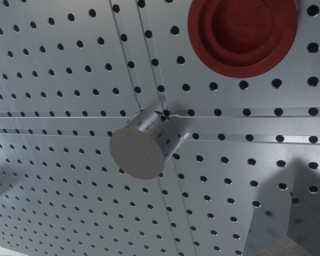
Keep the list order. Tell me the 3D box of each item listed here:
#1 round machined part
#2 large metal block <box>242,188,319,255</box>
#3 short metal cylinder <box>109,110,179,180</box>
[{"bbox_3d":[0.080,-0.101,0.296,0.098,0.042,0.097,13,124,21],"label":"round machined part"},{"bbox_3d":[0.151,0.134,0.379,0.050,0.080,0.080,38,129,3],"label":"large metal block"},{"bbox_3d":[-0.021,0.023,0.420,0.080,0.050,0.079,13,124,21],"label":"short metal cylinder"}]
